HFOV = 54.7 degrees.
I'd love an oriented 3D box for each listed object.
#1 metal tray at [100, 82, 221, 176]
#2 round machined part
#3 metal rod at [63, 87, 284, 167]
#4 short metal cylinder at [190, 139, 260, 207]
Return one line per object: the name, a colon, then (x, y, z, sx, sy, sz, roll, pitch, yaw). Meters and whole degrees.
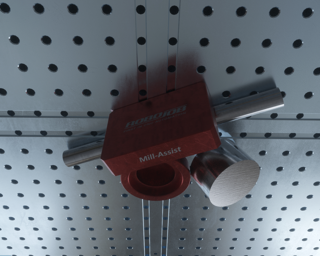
metal tray: (0.000, 0.000, 0.368, 0.130, 0.090, 0.030, -17, 128, 13)
round machined part: (-0.006, 0.060, 0.451, 0.099, 0.042, 0.097, 0, 130, 0)
metal rod: (0.007, 0.003, 0.413, 0.301, 0.025, 0.025, -16, 128, 13)
short metal cylinder: (0.089, 0.062, 0.429, 0.081, 0.050, 0.079, -15, 127, -20)
